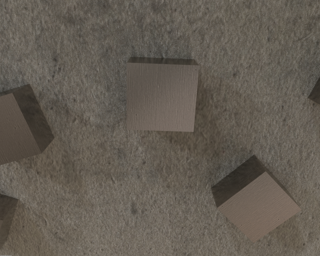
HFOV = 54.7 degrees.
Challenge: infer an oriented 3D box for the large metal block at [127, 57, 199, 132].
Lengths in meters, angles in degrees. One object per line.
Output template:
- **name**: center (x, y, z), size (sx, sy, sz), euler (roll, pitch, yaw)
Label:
- **large metal block**: center (0.002, -0.043, 0.381), size (0.081, 0.050, 0.079), euler (2, 110, -1)

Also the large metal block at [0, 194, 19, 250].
- **large metal block**: center (-0.262, 0.135, 0.443), size (0.080, 0.050, 0.079), euler (20, 109, -8)

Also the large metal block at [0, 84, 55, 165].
- **large metal block**: center (-0.195, -0.002, 0.393), size (0.080, 0.050, 0.080), euler (-16, 110, 5)

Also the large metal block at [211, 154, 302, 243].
- **large metal block**: center (0.132, 0.099, 0.435), size (0.080, 0.050, 0.080), euler (-42, 105, 13)

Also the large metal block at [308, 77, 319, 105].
- **large metal block**: center (0.249, -0.053, 0.381), size (0.080, 0.050, 0.079), euler (20, 109, -8)
